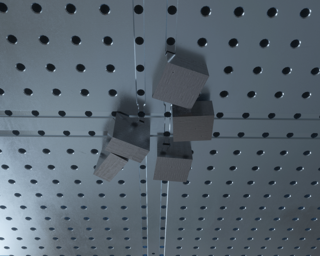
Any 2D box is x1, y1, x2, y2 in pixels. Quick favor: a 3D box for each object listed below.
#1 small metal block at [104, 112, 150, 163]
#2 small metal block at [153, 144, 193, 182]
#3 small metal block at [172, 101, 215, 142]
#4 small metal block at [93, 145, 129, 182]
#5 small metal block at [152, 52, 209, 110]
[{"bbox_3d":[-0.041,0.012,0.405,0.050,0.050,0.025,23,126,-19],"label":"small metal block"},{"bbox_3d":[0.018,0.053,0.457,0.050,0.025,0.050,5,130,-5],"label":"small metal block"},{"bbox_3d":[0.042,-0.008,0.400,0.050,0.025,0.050,-2,141,1],"label":"small metal block"},{"bbox_3d":[-0.063,0.037,0.424,0.025,0.050,0.050,31,125,-17],"label":"small metal block"},{"bbox_3d":[0.023,-0.055,0.365,0.050,0.025,0.050,16,128,-14],"label":"small metal block"}]
